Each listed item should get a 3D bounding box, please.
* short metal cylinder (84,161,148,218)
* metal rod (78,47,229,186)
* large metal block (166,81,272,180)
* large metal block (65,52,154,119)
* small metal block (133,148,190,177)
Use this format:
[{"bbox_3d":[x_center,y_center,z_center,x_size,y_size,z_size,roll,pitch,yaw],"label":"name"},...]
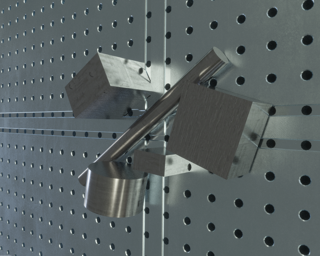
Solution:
[{"bbox_3d":[-0.059,0.080,0.419,0.080,0.081,0.050,15,100,38],"label":"short metal cylinder"},{"bbox_3d":[-0.027,0.001,0.428,0.299,0.025,0.025,-41,65,32],"label":"metal rod"},{"bbox_3d":[0.062,0.000,0.337,0.080,0.050,0.079,25,105,37],"label":"large metal block"},{"bbox_3d":[-0.070,-0.054,0.430,0.080,0.081,0.050,-35,69,34],"label":"large metal block"},{"bbox_3d":[0.003,0.041,0.389,0.050,0.050,0.025,7,95,39],"label":"small metal block"}]
